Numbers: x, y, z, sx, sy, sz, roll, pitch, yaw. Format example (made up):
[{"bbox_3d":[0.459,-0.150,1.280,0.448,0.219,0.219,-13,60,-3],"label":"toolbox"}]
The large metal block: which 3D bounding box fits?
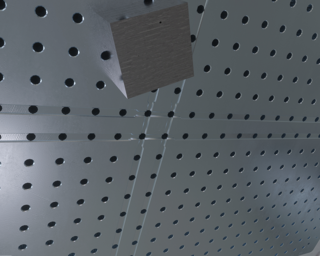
[{"bbox_3d":[-0.014,-0.088,0.332,0.081,0.050,0.080,-21,127,-16],"label":"large metal block"}]
